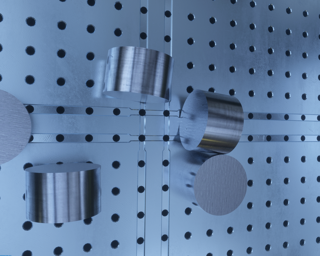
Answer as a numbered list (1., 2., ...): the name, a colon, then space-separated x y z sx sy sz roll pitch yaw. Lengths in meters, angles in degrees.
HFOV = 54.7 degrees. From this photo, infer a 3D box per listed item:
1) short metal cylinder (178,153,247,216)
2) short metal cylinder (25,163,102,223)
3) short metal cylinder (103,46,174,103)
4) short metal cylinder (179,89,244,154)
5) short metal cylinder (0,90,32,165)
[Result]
1. short metal cylinder: 0.072 0.074 0.427 0.081 0.050 0.079 0 90 -21
2. short metal cylinder: -0.106 0.069 0.345 0.081 0.080 0.050 -1 91 -20
3. short metal cylinder: -0.026 -0.061 0.375 0.081 0.080 0.050 8 88 -20
4. short metal cylinder: 0.065 -0.007 0.409 0.050 0.080 0.080 8 87 -20
5. short metal cylinder: -0.181 -0.001 0.333 0.081 0.050 0.079 0 90 -20
